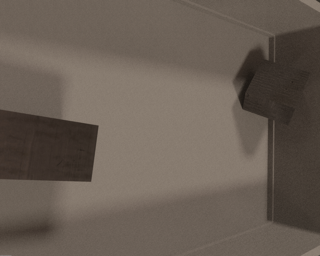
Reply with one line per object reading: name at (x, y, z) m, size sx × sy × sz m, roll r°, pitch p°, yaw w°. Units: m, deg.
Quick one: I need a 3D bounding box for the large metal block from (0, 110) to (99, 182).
large metal block at (-0.114, 0.017, 0.277) m, size 0.081 × 0.080 × 0.050 m, roll 11°, pitch 84°, yaw -40°

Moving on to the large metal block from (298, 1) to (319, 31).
large metal block at (0.368, -0.262, 0.686) m, size 0.081 × 0.080 × 0.050 m, roll -36°, pitch 113°, yaw -34°

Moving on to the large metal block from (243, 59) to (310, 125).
large metal block at (0.198, -0.062, 0.531) m, size 0.080 × 0.080 × 0.050 m, roll -58°, pitch 158°, yaw -24°
